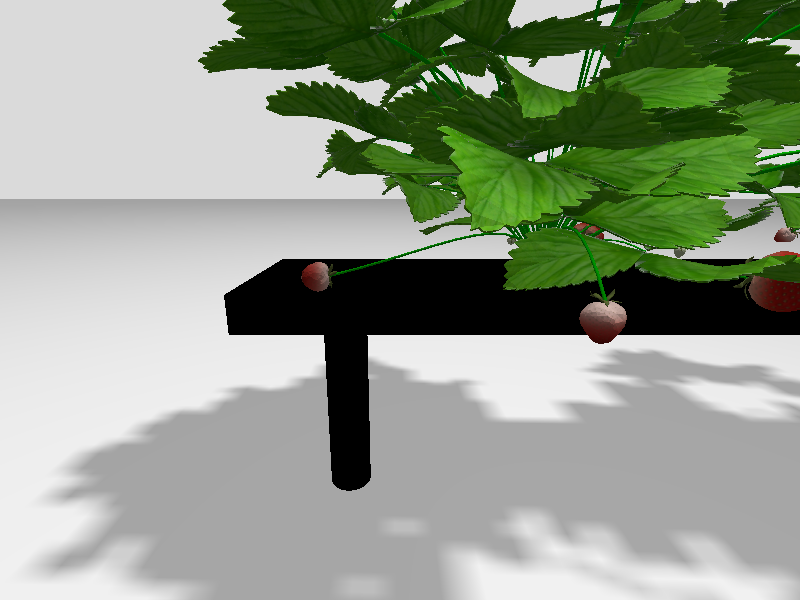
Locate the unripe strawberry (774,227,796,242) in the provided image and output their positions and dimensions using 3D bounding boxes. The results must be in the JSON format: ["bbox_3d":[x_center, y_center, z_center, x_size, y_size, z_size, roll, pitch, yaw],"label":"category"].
[{"bbox_3d":[0.506,-0.084,0.527,0.023,0.020,0.021,-6,-19,-20],"label":"unripe strawberry"}]

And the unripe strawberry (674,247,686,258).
[{"bbox_3d":[0.289,-0.050,0.414,0.011,0.012,0.011,-6,17,-20],"label":"unripe strawberry"}]

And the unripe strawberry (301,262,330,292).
[{"bbox_3d":[-0.060,-0.016,0.283,0.020,0.021,0.018,-7,17,-21],"label":"unripe strawberry"}]

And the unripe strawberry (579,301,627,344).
[{"bbox_3d":[0.098,0.011,0.194,0.021,0.021,0.018,3,12,9],"label":"unripe strawberry"}]

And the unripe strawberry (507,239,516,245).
[{"bbox_3d":[0.144,-0.076,0.517,0.011,0.010,0.011,2,-31,6],"label":"unripe strawberry"}]

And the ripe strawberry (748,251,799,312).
[{"bbox_3d":[0.235,-0.010,0.241,0.035,0.037,0.037,-14,22,-42],"label":"ripe strawberry"}]

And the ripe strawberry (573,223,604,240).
[{"bbox_3d":[0.211,-0.070,0.450,0.037,0.033,0.034,13,20,38],"label":"ripe strawberry"}]
